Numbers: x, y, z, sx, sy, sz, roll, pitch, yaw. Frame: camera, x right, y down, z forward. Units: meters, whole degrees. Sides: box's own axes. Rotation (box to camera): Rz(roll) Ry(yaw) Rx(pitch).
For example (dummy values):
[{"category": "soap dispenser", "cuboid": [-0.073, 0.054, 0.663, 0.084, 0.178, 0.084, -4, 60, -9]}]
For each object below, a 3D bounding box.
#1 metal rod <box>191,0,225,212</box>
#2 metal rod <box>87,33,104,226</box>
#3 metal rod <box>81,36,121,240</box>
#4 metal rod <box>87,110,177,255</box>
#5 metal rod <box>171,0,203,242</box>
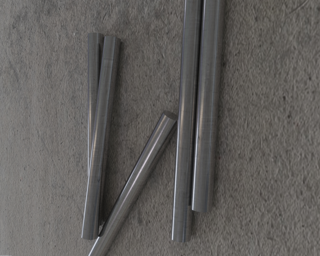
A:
[{"category": "metal rod", "cuboid": [0.057, -0.054, 0.357, 0.025, 0.025, 0.298, 5, 93, 40]}, {"category": "metal rod", "cuboid": [-0.101, 0.002, 0.488, 0.025, 0.025, 0.298, 0, 90, 40]}, {"category": "metal rod", "cuboid": [-0.088, 0.014, 0.463, 0.025, 0.025, 0.298, 6, 90, 40]}, {"category": "metal rod", "cuboid": [-0.050, 0.107, 0.446, 0.025, 0.025, 0.298, 42, 115, 32]}, {"category": "metal rod", "cuboid": [0.034, -0.012, 0.376, 0.025, 0.025, 0.298, 5, 93, 40]}]
